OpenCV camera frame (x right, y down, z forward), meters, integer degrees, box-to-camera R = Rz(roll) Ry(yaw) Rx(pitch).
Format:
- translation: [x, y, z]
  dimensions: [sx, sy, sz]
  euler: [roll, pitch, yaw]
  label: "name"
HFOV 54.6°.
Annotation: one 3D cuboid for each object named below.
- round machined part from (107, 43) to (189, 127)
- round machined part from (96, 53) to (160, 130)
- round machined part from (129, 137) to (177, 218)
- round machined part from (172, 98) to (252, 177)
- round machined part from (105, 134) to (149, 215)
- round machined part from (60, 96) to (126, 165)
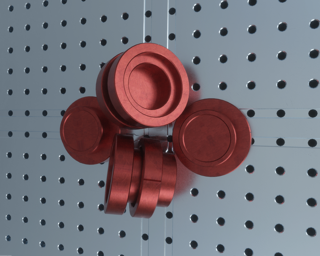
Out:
- translation: [-0.017, -0.049, 0.373]
  dimensions: [0.042, 0.099, 0.098]
  euler: [-9, 86, 60]
  label: "round machined part"
- translation: [-0.035, -0.046, 0.399]
  dimensions: [0.042, 0.099, 0.098]
  euler: [-9, 86, 60]
  label: "round machined part"
- translation: [-0.009, 0.063, 0.387]
  dimensions: [0.042, 0.098, 0.097]
  euler: [9, 94, -12]
  label: "round machined part"
- translation: [0.062, 0.012, 0.382]
  dimensions: [0.098, 0.042, 0.097]
  euler: [0, 90, 20]
  label: "round machined part"
- translation: [-0.041, 0.058, 0.384]
  dimensions: [0.042, 0.098, 0.097]
  euler: [8, 93, -12]
  label: "round machined part"
- translation: [-0.101, 0.004, 0.439]
  dimensions: [0.098, 0.042, 0.097]
  euler: [0, 90, 20]
  label: "round machined part"
